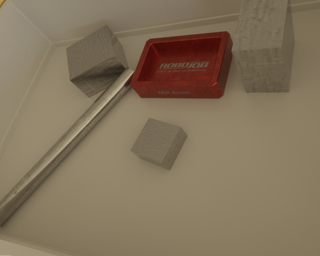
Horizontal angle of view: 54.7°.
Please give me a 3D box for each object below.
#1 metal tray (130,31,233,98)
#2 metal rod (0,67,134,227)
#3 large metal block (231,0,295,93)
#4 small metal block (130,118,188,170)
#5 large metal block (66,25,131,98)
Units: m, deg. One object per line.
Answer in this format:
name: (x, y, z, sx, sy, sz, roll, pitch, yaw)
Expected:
metal tray: (0.031, -0.088, 0.438, 0.130, 0.030, 0.090, 4, 63, 29)
metal rod: (-0.142, 0.026, 0.461, 0.300, 0.025, 0.025, -48, 52, -6)
large metal block: (0.125, -0.097, 0.364, 0.050, 0.080, 0.080, 2, 63, 29)
small metal block: (-0.001, 0.019, 0.393, 0.050, 0.025, 0.050, 18, 71, 34)
large metal block: (-0.102, -0.109, 0.508, 0.080, 0.050, 0.080, -26, 53, 11)
